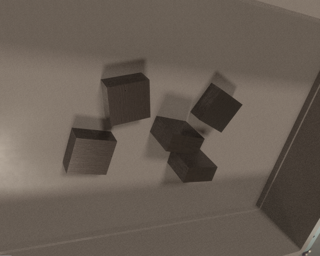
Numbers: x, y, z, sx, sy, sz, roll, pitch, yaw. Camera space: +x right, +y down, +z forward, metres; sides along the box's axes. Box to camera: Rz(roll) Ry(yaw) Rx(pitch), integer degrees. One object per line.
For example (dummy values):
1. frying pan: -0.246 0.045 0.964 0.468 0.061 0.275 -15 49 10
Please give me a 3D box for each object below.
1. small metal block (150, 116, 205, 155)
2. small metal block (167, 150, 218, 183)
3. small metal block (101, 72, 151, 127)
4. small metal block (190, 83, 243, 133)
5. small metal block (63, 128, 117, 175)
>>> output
1. small metal block: 0.022 0.010 0.412 0.050 0.050 0.025 9 114 -33
2. small metal block: 0.047 0.054 0.453 0.050 0.050 0.025 3 117 -30
3. small metal block: -0.040 -0.034 0.367 0.050 0.025 0.050 -14 125 -21
4. small metal block: 0.080 -0.028 0.437 0.050 0.025 0.050 27 104 -38
5. small metal block: -0.087 0.030 0.381 0.050 0.025 0.050 7 115 -32
